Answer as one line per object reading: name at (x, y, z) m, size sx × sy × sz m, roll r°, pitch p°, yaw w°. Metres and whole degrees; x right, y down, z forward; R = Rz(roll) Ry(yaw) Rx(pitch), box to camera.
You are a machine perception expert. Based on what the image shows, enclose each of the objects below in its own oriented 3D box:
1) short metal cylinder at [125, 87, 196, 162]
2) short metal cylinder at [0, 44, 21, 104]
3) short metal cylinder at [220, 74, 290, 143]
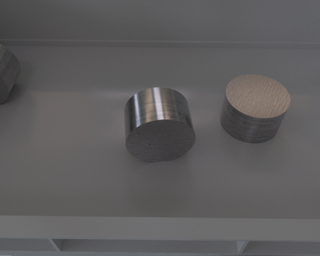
short metal cylinder at (-0.002, -0.002, 0.371) m, size 0.081 × 0.080 × 0.050 m, roll -5°, pitch 50°, yaw -4°
short metal cylinder at (-0.245, -0.077, 0.433) m, size 0.080 × 0.080 × 0.050 m, roll 1°, pitch 50°, yaw 1°
short metal cylinder at (0.124, -0.026, 0.412) m, size 0.080 × 0.050 × 0.080 m, roll 0°, pitch 50°, yaw 0°
